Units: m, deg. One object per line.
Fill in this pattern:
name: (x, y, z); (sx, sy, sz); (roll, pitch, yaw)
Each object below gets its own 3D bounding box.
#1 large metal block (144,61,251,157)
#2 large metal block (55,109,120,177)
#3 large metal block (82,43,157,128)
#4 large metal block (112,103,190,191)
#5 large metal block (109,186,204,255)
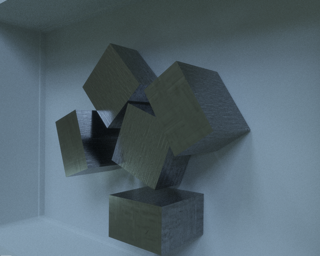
large metal block: (0.041, -0.019, 0.333); (0.050, 0.081, 0.080); (-38, 67, 33)
large metal block: (-0.093, 0.021, 0.444); (0.050, 0.081, 0.080); (-24, 75, 37)
large metal block: (-0.052, -0.056, 0.429); (0.080, 0.050, 0.080); (-49, 61, 28)
large metal block: (-0.007, 0.021, 0.393); (0.080, 0.050, 0.079); (28, 108, 36)
large metal block: (-0.004, 0.104, 0.371); (0.080, 0.081, 0.050); (1, 91, 39)
